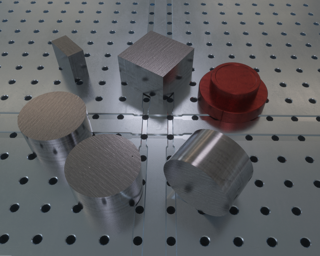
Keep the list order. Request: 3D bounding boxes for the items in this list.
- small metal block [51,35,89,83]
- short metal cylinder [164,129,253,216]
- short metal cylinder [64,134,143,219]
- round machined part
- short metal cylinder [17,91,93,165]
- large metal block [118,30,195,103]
[{"bbox_3d":[-0.139,-0.107,0.480,0.025,0.050,0.050,-34,58,-25],"label":"small metal block"},{"bbox_3d":[0.051,0.048,0.332,0.080,0.080,0.050,31,57,23],"label":"short metal cylinder"},{"bbox_3d":[-0.060,0.053,0.346,0.081,0.050,0.080,0,50,0],"label":"short metal cylinder"},{"bbox_3d":[0.105,-0.057,0.445,0.099,0.042,0.098,0,50,0],"label":"round machined part"},{"bbox_3d":[-0.129,-0.001,0.391,0.080,0.050,0.080,0,50,0],"label":"short metal cylinder"},{"bbox_3d":[-0.005,-0.095,0.471,0.080,0.050,0.080,29,56,22],"label":"large metal block"}]
